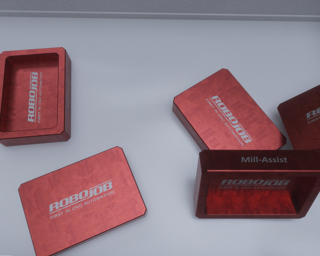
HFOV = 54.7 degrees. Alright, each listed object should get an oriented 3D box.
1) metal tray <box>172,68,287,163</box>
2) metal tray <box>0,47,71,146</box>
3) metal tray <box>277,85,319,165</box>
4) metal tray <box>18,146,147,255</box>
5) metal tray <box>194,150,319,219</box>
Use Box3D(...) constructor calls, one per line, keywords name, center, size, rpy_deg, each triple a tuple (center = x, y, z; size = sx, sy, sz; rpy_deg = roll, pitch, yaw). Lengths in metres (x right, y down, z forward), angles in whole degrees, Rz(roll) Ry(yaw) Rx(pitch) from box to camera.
Box3D(name="metal tray", center=(0.088, -0.006, 0.410), size=(0.090, 0.030, 0.130), rpy_deg=(-32, 73, -11))
Box3D(name="metal tray", center=(-0.170, -0.044, 0.420), size=(0.091, 0.030, 0.129), rpy_deg=(-5, 70, -2))
Box3D(name="metal tray", center=(0.215, -0.019, 0.362), size=(0.130, 0.030, 0.090), rpy_deg=(-28, 37, 25))
Box3D(name="metal tray", center=(-0.091, 0.088, 0.374), size=(0.131, 0.030, 0.090), rpy_deg=(-22, 72, -8))
Box3D(name="metal tray", center=(0.107, 0.066, 0.350), size=(0.131, 0.089, 0.030), rpy_deg=(0, 42, -1))
